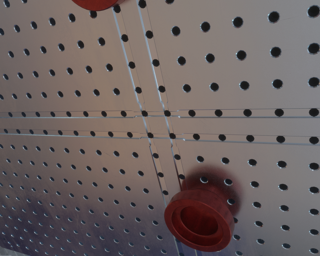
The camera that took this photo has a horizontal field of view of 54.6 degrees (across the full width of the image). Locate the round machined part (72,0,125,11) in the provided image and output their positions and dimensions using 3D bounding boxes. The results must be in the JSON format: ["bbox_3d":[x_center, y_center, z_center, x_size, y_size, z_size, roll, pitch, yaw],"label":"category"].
[{"bbox_3d":[-0.078,-0.176,0.333,0.098,0.042,0.097,13,124,21],"label":"round machined part"}]

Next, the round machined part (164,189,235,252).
[{"bbox_3d":[0.059,0.128,0.448,0.098,0.042,0.097,13,124,21],"label":"round machined part"}]
